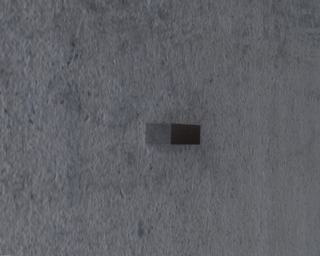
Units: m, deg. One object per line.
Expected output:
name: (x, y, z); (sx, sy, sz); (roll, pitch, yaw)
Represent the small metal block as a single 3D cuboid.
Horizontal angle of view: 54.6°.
small metal block: (0.016, 0.008, 0.401); (0.050, 0.050, 0.025); (3, 88, -40)
